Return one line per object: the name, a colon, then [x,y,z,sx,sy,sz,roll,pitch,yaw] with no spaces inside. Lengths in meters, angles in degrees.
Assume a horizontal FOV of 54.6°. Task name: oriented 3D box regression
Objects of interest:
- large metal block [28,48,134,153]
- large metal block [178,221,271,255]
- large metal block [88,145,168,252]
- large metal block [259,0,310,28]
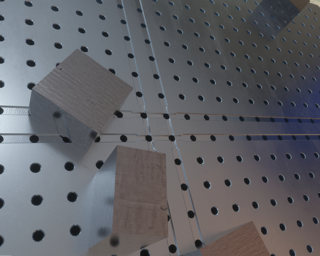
large metal block: [-0.091,-0.033,0.363,0.080,0.050,0.080,35,51,-5]
large metal block: [0.078,0.159,0.337,0.081,0.050,0.080,-13,69,-33]
large metal block: [-0.033,0.074,0.310,0.050,0.080,0.080,12,57,-22]
large metal block: [0.294,-0.295,0.729,0.080,0.050,0.080,44,51,2]
